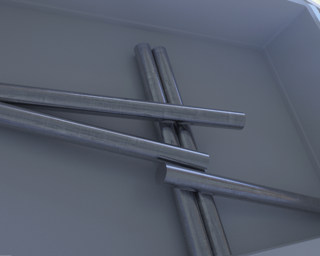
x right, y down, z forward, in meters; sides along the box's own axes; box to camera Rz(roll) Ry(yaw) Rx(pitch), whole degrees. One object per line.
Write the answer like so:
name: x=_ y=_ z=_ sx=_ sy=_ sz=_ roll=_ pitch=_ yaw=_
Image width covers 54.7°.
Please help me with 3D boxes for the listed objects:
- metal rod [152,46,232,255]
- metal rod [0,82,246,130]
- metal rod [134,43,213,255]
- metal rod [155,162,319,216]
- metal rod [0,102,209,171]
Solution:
metal rod: x=0.034 y=0.015 z=0.412 sx=0.025 sy=0.025 sz=0.299 roll=-1 pitch=62 yaw=-29
metal rod: x=-0.034 y=-0.023 z=0.376 sx=0.302 sy=0.025 sz=0.025 roll=6 pitch=59 yaw=-18
metal rod: x=0.010 y=0.013 z=0.401 sx=0.025 sy=0.025 sz=0.299 roll=-1 pitch=62 yaw=-29
metal rod: x=0.131 y=0.086 z=0.402 sx=0.302 sy=0.025 sz=0.025 roll=16 pitch=55 yaw=-26
metal rod: x=-0.088 y=0.006 z=0.338 sx=0.302 sy=0.025 sz=0.025 roll=15 pitch=56 yaw=-14
